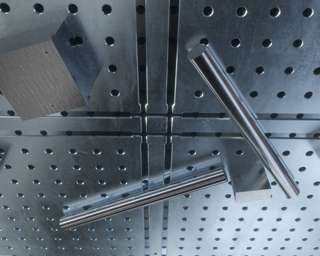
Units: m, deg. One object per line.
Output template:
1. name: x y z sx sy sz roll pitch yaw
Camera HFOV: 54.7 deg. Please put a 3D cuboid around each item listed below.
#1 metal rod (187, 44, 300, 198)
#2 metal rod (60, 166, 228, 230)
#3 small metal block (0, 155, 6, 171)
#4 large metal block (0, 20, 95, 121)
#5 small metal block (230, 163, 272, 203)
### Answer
1. metal rod: 0.127 0.009 0.420 0.025 0.025 0.300 -28 125 22
2. metal rod: -0.036 0.120 0.513 0.300 0.025 0.025 -20 127 16
3. small metal block: -0.265 0.057 0.458 0.050 0.025 0.050 25 126 -20
4. large metal block: -0.129 -0.061 0.342 0.080 0.050 0.080 -12 129 10
5. small metal block: 0.135 0.082 0.466 0.050 0.050 0.025 -7 130 6
